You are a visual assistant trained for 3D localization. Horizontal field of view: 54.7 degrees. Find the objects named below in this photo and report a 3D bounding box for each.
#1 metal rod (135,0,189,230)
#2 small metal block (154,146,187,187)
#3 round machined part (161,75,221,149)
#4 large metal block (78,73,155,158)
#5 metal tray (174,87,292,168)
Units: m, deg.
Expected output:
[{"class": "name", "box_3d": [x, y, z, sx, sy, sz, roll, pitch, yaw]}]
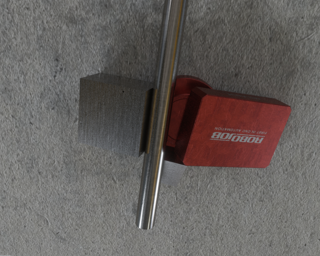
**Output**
[{"class": "metal rod", "box_3d": [0.000, -0.015, 0.361, 0.025, 0.025, 0.298, 7, 108, -3]}, {"class": "small metal block", "box_3d": [0.006, 0.050, 0.419, 0.050, 0.025, 0.050, 15, 135, -5]}, {"class": "round machined part", "box_3d": [0.031, -0.015, 0.396, 0.099, 0.042, 0.097, 0, 110, 0]}, {"class": "large metal block", "box_3d": [-0.050, -0.018, 0.379, 0.080, 0.050, 0.079, 13, 111, 14]}, {"class": "metal tray", "box_3d": [0.091, 0.003, 0.387, 0.131, 0.030, 0.089, 5, 112, -24]}]
